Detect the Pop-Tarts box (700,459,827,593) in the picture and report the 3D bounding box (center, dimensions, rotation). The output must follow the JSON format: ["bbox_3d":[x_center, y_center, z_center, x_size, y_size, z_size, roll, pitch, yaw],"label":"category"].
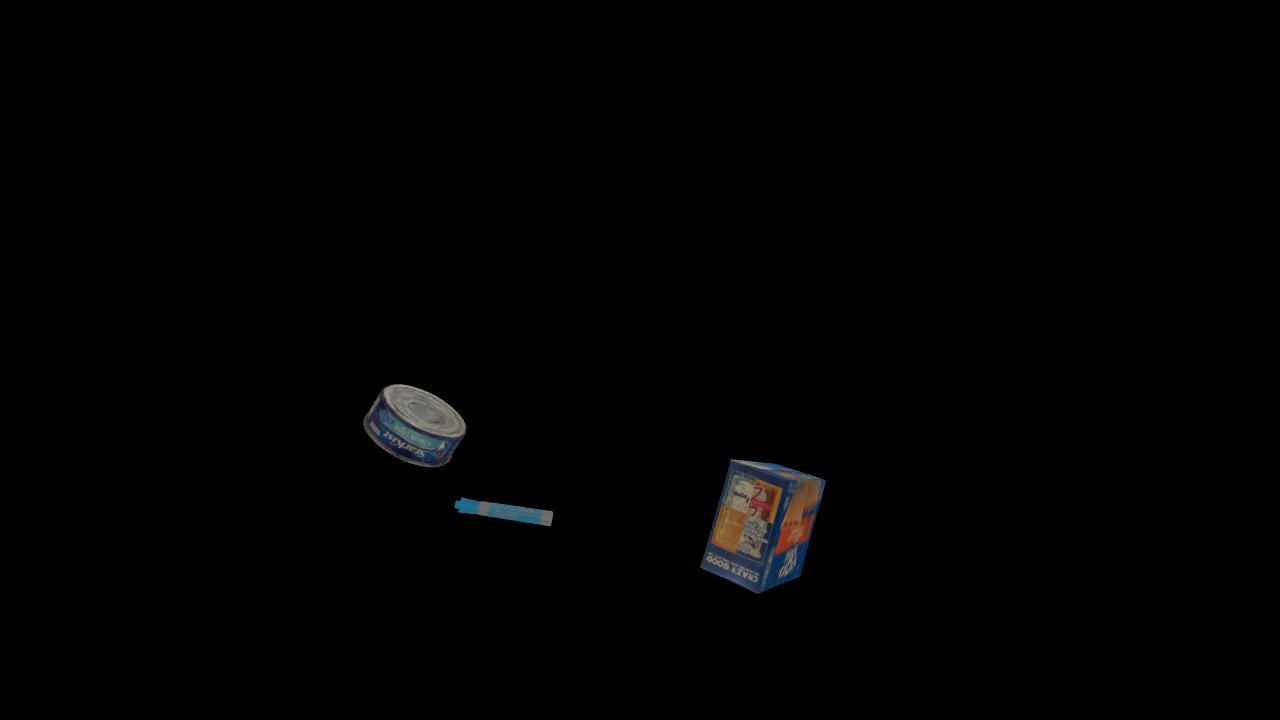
[{"bbox_3d":[0.166,0.210,0.801,0.083,0.141,0.167,15,-2,33],"label":"Pop-Tarts box"}]

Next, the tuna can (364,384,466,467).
[{"bbox_3d":[-0.201,0.058,0.555,0.084,0.034,0.084,33,10,-6],"label":"tuna can"}]

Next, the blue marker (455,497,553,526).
[{"bbox_3d":[-0.170,0.190,0.770,0.121,0.020,0.020,12,-2,-12],"label":"blue marker"}]
